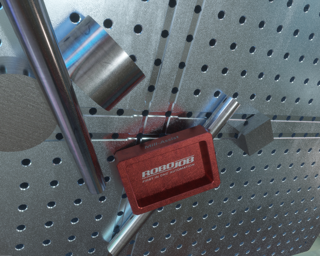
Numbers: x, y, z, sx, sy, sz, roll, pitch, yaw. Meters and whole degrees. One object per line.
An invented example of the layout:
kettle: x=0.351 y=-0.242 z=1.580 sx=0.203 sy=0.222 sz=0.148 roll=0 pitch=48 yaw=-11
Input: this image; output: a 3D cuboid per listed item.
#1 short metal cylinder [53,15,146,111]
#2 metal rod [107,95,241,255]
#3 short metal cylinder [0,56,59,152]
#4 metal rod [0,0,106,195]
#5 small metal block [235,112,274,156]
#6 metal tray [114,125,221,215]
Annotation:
short metal cylinder: x=-0.060 y=-0.062 z=0.305 sx=0.050 sy=0.080 sz=0.080 roll=-43 pitch=130 yaw=1
metal rod: x=0.016 y=0.077 z=0.469 sx=0.025 sy=0.025 sz=0.299 roll=30 pitch=101 yaw=-38
short metal cylinder: x=-0.144 y=-0.024 z=0.302 sx=0.081 sy=0.050 sz=0.079 roll=-14 pitch=125 yaw=-21
metal rod: x=-0.087 y=-0.010 z=0.296 sx=0.025 sy=0.025 sz=0.298 roll=-23 pitch=147 yaw=-15
small metal block: x=0.154 y=0.010 z=0.505 sx=0.050 sy=0.025 sz=0.050 roll=-32 pitch=129 yaw=-8
metal tray: x=0.013 y=0.058 z=0.428 sx=0.131 sy=0.030 sz=0.089 roll=-18 pitch=115 yaw=-8
